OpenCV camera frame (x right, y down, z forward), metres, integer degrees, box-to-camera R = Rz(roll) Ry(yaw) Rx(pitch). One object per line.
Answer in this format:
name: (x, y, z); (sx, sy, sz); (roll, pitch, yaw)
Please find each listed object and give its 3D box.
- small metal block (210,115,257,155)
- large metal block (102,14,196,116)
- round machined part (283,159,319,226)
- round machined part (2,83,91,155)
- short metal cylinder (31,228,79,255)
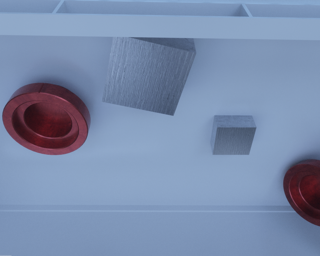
small metal block: (0.098, 0.010, 0.419); (0.050, 0.025, 0.050); (0, 130, -1)
large metal block: (-0.014, -0.066, 0.336); (0.081, 0.050, 0.079); (11, 129, -10)
round machined part: (0.237, 0.091, 0.455); (0.042, 0.098, 0.097); (-20, 138, -30)
round machined part: (-0.135, -0.015, 0.383); (0.099, 0.042, 0.097); (-1, 130, 0)
short metal cylinder: (-0.201, 0.236, 0.593); (0.081, 0.050, 0.079); (0, 130, 0)
